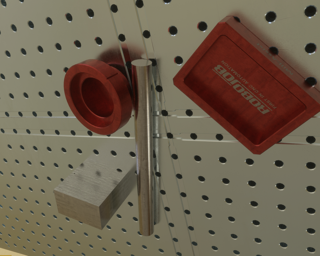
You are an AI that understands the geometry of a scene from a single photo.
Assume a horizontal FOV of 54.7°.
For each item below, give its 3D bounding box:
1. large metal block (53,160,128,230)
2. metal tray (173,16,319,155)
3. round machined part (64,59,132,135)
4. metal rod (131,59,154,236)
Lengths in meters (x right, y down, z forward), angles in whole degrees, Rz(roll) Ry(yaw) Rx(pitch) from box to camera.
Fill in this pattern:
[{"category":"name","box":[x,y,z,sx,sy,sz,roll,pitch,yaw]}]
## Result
[{"category":"large metal block","box":[-0.107,0.103,0.494,0.080,0.080,0.050,14,124,20]},{"category":"metal tray","box":[0.090,-0.042,0.333,0.130,0.030,0.090,41,129,-1]},{"category":"round machined part","box":[-0.075,-0.043,0.405,0.098,0.042,0.097,19,127,27]},{"category":"metal rod","box":[-0.022,0.048,0.450,0.025,0.025,0.298,13,124,20]}]
